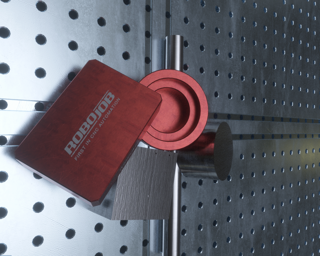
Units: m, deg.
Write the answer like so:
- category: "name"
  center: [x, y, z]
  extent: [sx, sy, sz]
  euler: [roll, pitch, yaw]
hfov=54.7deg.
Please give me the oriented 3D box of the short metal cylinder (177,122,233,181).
- category: "short metal cylinder"
  center: [0.065, 0.031, 0.430]
  extent: [0.080, 0.050, 0.079]
  euler: [-1, 91, -60]

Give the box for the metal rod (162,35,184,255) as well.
- category: "metal rod"
  center: [0.018, 0.025, 0.425]
  extent: [0.025, 0.025, 0.298]
  euler: [2, 89, -40]

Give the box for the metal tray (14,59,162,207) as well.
- category: "metal tray"
  center: [-0.067, 0.001, 0.317]
  extent: [0.090, 0.030, 0.130]
  euler: [29, 67, 5]

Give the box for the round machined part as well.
- category: "round machined part"
  center: [0.007, -0.021, 0.387]
  extent: [0.099, 0.042, 0.097]
  euler: [0, 89, -15]

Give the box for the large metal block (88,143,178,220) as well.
- category: "large metal block"
  center: [-0.030, 0.063, 0.368]
  extent: [0.081, 0.050, 0.080]
  euler: [13, 82, -39]
